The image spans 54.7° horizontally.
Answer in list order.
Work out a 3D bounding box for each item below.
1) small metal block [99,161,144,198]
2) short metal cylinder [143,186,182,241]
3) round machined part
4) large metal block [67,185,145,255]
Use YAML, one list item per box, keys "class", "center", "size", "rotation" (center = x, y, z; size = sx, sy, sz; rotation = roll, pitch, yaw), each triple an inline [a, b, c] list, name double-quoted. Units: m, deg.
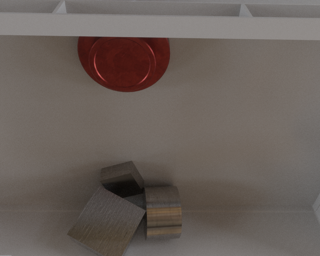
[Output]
- class: "small metal block"
  center: [-0.057, 0.082, 0.478]
  size: [0.050, 0.025, 0.050]
  rotation: [-16, 129, 12]
- class: "short metal cylinder"
  center: [0.001, 0.131, 0.482]
  size: [0.050, 0.080, 0.079]
  rotation: [-1, 131, -8]
- class: "round machined part"
  center: [-0.038, -0.078, 0.331]
  size: [0.099, 0.042, 0.097]
  rotation: [-1, 130, 0]
- class: "large metal block"
  center: [-0.077, 0.146, 0.460]
  size: [0.080, 0.080, 0.050]
  rotation: [26, 150, 8]
